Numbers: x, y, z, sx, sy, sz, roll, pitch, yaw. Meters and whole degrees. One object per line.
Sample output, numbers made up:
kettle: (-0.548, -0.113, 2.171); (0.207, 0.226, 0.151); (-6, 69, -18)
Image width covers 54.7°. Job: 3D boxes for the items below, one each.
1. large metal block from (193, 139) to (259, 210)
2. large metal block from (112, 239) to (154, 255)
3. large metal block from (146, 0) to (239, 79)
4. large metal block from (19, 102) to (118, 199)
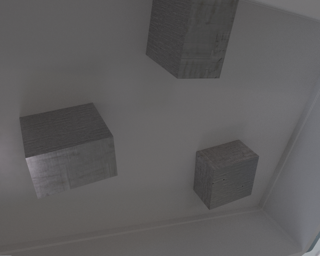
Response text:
large metal block: (0.103, 0.073, 0.494); (0.081, 0.050, 0.079); (-13, 124, -21)
large metal block: (-0.048, 0.247, 0.522); (0.080, 0.050, 0.080); (-36, 129, -5)
large metal block: (0.029, -0.104, 0.324); (0.050, 0.080, 0.079); (-5, 121, -26)
large metal block: (-0.098, 0.019, 0.331); (0.081, 0.080, 0.050); (-14, 124, -21)
